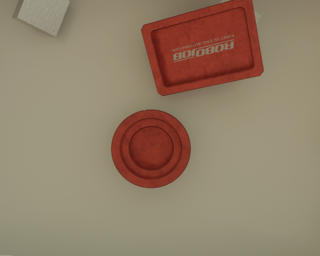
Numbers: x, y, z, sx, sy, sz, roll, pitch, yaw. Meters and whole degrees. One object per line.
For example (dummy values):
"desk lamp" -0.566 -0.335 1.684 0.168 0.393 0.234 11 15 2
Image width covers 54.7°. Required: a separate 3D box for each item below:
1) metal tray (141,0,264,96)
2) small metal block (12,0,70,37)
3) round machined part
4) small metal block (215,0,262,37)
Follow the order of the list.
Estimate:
"metal tray" 0.052 -0.097 0.379 0.130 0.030 0.089 -10 107 16
"small metal block" -0.152 -0.152 0.396 0.050 0.025 0.050 21 90 -41
"round machined part" -0.011 0.026 0.403 0.099 0.042 0.097 0 90 -1
"small metal block" 0.095 -0.140 0.400 0.050 0.050 0.025 33 90 -1
